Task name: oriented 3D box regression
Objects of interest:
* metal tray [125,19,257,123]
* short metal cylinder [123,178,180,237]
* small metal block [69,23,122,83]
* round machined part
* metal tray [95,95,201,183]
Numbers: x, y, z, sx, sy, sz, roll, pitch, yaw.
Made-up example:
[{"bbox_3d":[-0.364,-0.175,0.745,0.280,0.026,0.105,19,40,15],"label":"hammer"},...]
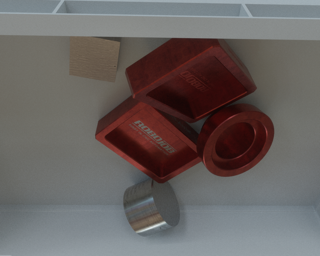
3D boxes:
[{"bbox_3d":[0.038,-0.049,0.322,0.090,0.030,0.131,-28,156,23],"label":"metal tray"},{"bbox_3d":[-0.012,0.119,0.474,0.050,0.080,0.080,-27,126,20],"label":"short metal cylinder"},{"bbox_3d":[-0.070,-0.081,0.339,0.050,0.025,0.050,9,130,-8],"label":"small metal block"},{"bbox_3d":[0.091,0.011,0.396,0.099,0.042,0.097,-11,124,-16],"label":"round machined part"},{"bbox_3d":[-0.009,0.016,0.419,0.090,0.030,0.130,-35,123,25],"label":"metal tray"}]
